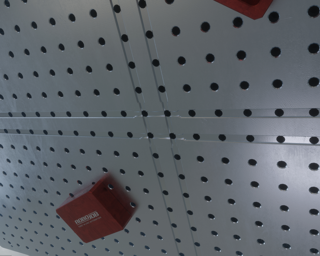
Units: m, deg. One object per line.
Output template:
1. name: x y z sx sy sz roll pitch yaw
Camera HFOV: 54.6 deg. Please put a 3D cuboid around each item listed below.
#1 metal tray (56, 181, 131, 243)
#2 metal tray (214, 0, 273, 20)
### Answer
1. metal tray: -0.125 0.159 0.573 0.130 0.030 0.090 -32 101 38
2. metal tray: 0.050 -0.161 0.259 0.131 0.030 0.089 23 130 -6
